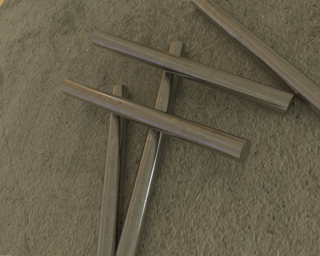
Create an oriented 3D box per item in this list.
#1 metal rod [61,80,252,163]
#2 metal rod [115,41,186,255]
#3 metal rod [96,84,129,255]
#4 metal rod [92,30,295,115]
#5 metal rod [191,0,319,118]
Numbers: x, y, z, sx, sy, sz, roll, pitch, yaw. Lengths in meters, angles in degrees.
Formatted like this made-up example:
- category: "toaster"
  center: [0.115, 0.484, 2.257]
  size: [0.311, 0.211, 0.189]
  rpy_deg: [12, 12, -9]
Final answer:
- category: "metal rod"
  center: [-0.029, -0.020, 0.397]
  size: [0.300, 0.025, 0.025]
  rpy_deg: [21, 73, 35]
- category: "metal rod"
  center: [-0.005, 0.010, 0.400]
  size: [0.025, 0.025, 0.300]
  rpy_deg: [-1, 61, 28]
- category: "metal rod"
  center: [-0.059, 0.069, 0.392]
  size: [0.025, 0.025, 0.299]
  rpy_deg: [-14, 56, 21]
- category: "metal rod"
  center: [0.024, -0.083, 0.412]
  size: [0.300, 0.025, 0.025]
  rpy_deg: [25, 75, 27]
- category: "metal rod"
  center: [0.122, -0.107, 0.405]
  size: [0.025, 0.025, 0.300]
  rpy_deg: [-35, 51, 5]
